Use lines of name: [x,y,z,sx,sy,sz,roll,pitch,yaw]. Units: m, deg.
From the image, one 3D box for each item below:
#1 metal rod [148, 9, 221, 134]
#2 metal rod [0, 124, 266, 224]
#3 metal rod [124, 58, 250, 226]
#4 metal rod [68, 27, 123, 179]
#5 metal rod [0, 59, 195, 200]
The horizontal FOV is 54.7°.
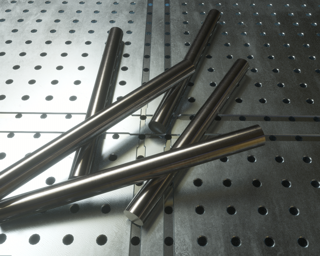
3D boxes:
metal rod: [0.050,-0.107,0.498,0.025,0.025,0.301,17,52,13]
metal rod: [-0.033,0.050,0.337,0.302,0.025,0.025,-16,52,-3]
metal rod: [0.051,-0.002,0.410,0.025,0.025,0.301,26,54,19]
metal rod: [-0.085,-0.053,0.451,0.025,0.025,0.300,3,50,2]
metal rod: [-0.068,-0.010,0.381,0.302,0.025,0.025,-36,59,-27]
